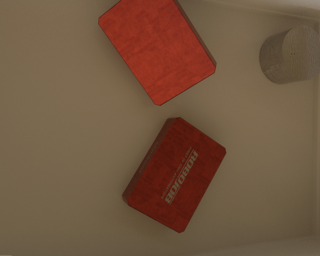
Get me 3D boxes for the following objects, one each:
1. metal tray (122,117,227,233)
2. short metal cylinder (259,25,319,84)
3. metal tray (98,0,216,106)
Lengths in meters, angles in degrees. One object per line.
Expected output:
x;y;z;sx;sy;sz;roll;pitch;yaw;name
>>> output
0.021;0.061;0.417;0.090;0.030;0.130;34;79;-17;metal tray
0.201;-0.109;0.473;0.081;0.050;0.079;0;90;-21;short metal cylinder
-0.001;-0.104;0.382;0.090;0.030;0.130;-30;103;21;metal tray
